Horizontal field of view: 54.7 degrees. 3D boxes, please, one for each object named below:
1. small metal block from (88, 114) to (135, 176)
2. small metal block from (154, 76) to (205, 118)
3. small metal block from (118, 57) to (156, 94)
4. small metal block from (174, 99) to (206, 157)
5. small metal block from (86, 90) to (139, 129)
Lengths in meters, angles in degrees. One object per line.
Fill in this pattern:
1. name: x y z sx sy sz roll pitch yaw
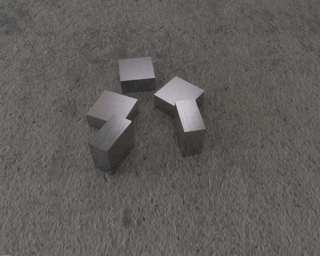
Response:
1. small metal block: -0.056 0.020 0.369 0.025 0.050 0.050 23 54 18
2. small metal block: 0.027 -0.041 0.438 0.050 0.025 0.050 32 57 23
3. small metal block: -0.035 -0.081 0.471 0.050 0.025 0.050 -6 50 -6
4. small metal block: 0.036 0.000 0.387 0.025 0.050 0.050 -8 51 -7
5. small metal block: -0.063 -0.020 0.420 0.050 0.025 0.050 17 52 14
